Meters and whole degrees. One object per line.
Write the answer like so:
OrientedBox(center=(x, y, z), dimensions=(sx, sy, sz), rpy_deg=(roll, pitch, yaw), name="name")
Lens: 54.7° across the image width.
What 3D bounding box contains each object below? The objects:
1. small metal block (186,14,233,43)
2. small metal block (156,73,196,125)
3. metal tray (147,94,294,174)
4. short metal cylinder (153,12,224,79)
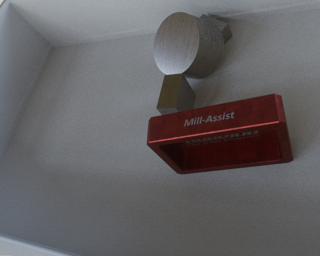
OrientedBox(center=(0.068, -0.133, 0.451), dimensions=(0.050, 0.025, 0.050), rpy_deg=(-47, 52, -5), name="small metal block")
OrientedBox(center=(0.022, -0.034, 0.398), dimensions=(0.025, 0.050, 0.050), rpy_deg=(-1, 61, 27), name="small metal block")
OrientedBox(center=(0.064, 0.013, 0.322), dimensions=(0.130, 0.090, 0.030), rpy_deg=(-10, 58, 22), name="metal tray")
OrientedBox(center=(0.037, -0.107, 0.412), dimensions=(0.080, 0.050, 0.079), rpy_deg=(2, 92, 46), name="short metal cylinder")
